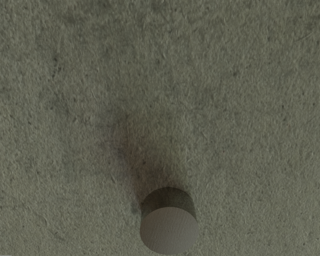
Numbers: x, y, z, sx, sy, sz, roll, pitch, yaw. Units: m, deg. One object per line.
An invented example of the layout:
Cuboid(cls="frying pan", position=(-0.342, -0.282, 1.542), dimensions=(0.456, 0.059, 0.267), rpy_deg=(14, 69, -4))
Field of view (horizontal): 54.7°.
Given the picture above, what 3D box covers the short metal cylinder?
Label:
Cuboid(cls="short metal cylinder", position=(0.013, 0.133, 0.446), dimensions=(0.081, 0.050, 0.079), rpy_deg=(0, 110, -1))
